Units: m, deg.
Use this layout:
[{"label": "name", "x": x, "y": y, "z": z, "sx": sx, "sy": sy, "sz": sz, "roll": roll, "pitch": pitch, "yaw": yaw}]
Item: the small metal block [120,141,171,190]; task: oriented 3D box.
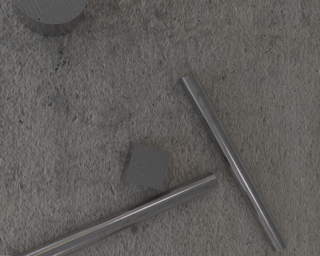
[{"label": "small metal block", "x": -0.019, "y": 0.049, "z": 0.402, "sx": 0.050, "sy": 0.025, "sz": 0.050, "roll": 17, "pitch": 84, "yaw": -19}]

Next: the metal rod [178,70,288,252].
[{"label": "metal rod", "x": 0.110, "y": 0.055, "z": 0.449, "sx": 0.025, "sy": 0.025, "sz": 0.299, "roll": -34, "pitch": 101, "yaw": -17}]

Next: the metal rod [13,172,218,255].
[{"label": "metal rod", "x": -0.060, "y": 0.121, "z": 0.387, "sx": 0.302, "sy": 0.025, "sz": 0.025, "roll": -19, "pitch": 97, "yaw": -19}]

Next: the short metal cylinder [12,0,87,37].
[{"label": "short metal cylinder", "x": -0.125, "y": -0.149, "z": 0.349, "sx": 0.081, "sy": 0.050, "sz": 0.080, "roll": 0, "pitch": 90, "yaw": -20}]
